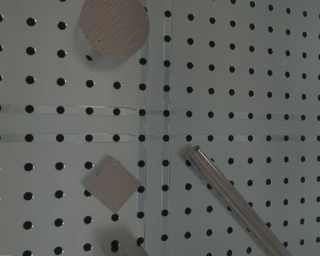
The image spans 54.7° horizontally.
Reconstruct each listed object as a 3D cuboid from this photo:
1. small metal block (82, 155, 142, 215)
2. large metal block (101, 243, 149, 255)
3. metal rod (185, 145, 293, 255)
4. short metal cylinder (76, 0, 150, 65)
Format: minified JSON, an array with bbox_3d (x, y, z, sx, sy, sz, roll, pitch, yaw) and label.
[{"bbox_3d":[-0.060,0.071,0.391,0.050,0.025,0.050,46,76,-15],"label":"small metal block"},{"bbox_3d":[-0.037,0.195,0.371,0.050,0.080,0.079,-1,91,-20],"label":"large metal block"},{"bbox_3d":[0.141,0.142,0.466,0.025,0.025,0.300,-45,104,-15],"label":"metal rod"},{"bbox_3d":[-0.059,-0.121,0.378,0.081,0.050,0.079,0,90,-21],"label":"short metal cylinder"}]
